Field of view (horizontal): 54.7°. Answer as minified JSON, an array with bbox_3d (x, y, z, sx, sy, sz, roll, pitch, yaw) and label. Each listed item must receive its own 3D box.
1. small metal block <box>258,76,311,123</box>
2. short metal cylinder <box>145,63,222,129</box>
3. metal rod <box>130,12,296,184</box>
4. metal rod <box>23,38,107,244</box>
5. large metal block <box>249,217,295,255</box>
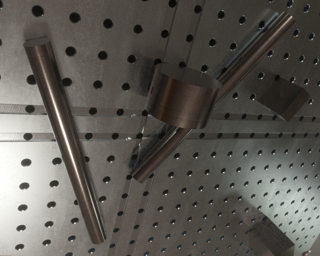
[{"bbox_3d":[0.189,-0.044,0.474,0.025,0.050,0.050,32,100,-39],"label":"small metal block"},{"bbox_3d":[0.027,-0.039,0.368,0.081,0.080,0.050,2,117,-30],"label":"short metal cylinder"},{"bbox_3d":[0.069,-0.039,0.427,0.300,0.025,0.025,-46,130,4],"label":"metal rod"},{"bbox_3d":[-0.105,0.041,0.379,0.025,0.025,0.298,-19,126,-18],"label":"metal rod"},{"bbox_3d":[0.239,0.256,0.669,0.050,0.080,0.080,-23,127,-15],"label":"large metal block"}]
